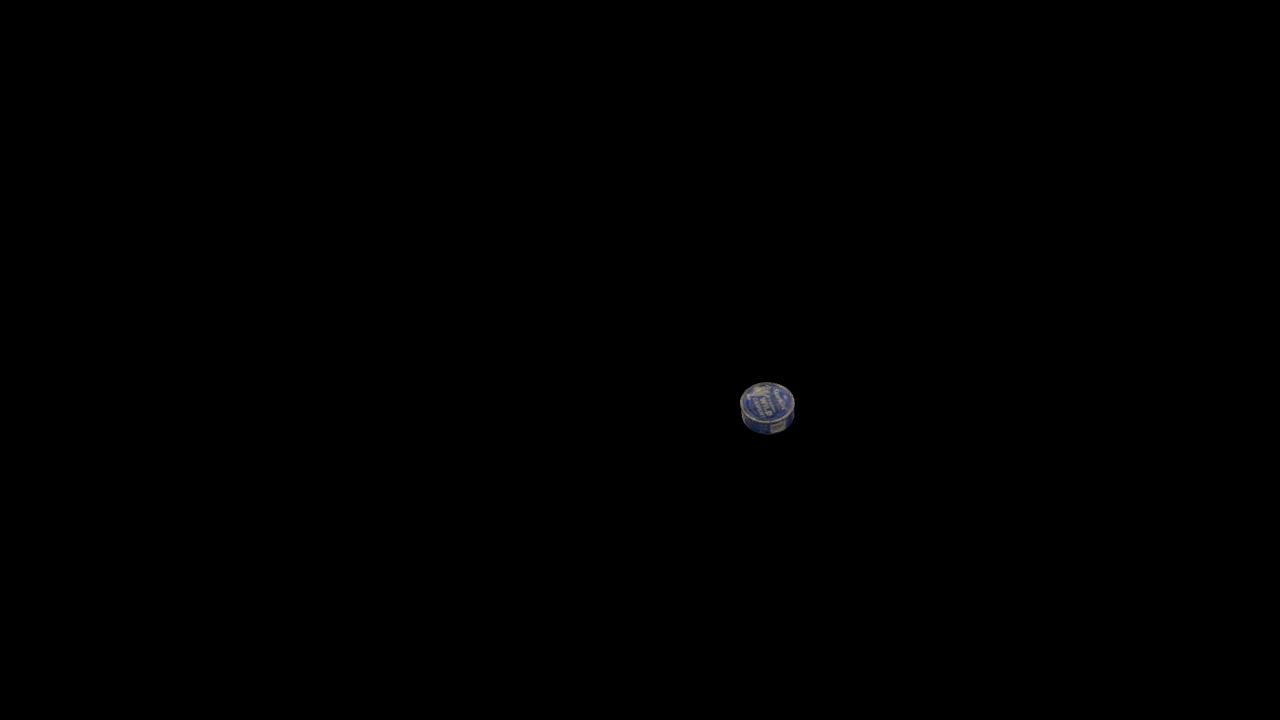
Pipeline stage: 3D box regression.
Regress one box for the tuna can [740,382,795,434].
[{"bbox_3d":[0.202,0.077,0.972,0.084,0.034,0.084,-7,44,7],"label":"tuna can"}]
